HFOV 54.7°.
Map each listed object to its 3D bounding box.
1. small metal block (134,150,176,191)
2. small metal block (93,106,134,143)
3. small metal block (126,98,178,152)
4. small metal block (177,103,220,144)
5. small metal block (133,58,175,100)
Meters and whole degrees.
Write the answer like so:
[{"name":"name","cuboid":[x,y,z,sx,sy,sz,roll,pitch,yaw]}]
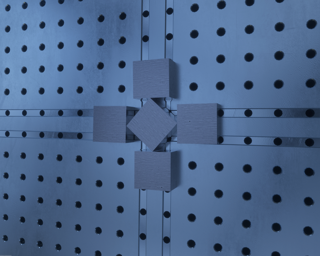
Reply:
[{"name":"small metal block","cuboid":[-0.006,0.056,0.414,0.050,0.025,0.050,0,90,19]},{"name":"small metal block","cuboid":[-0.065,-0.005,0.434,0.050,0.025,0.050,2,91,19]},{"name":"small metal block","cuboid":[-0.007,-0.005,0.414,0.050,0.025,0.050,44,103,14]},{"name":"small metal block","cuboid":[0.049,-0.005,0.394,0.050,0.025,0.050,0,90,19]},{"name":"small metal block","cuboid":[-0.008,-0.064,0.414,0.050,0.025,0.050,-1,90,19]}]
